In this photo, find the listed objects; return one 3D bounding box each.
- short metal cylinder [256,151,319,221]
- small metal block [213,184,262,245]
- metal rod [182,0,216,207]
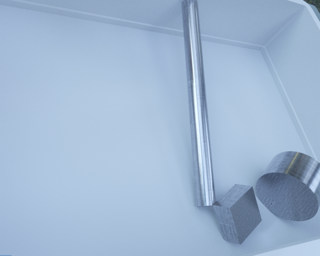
[{"bbox_3d":[0.179,0.079,0.422,0.080,0.080,0.050,47,51,4],"label":"short metal cylinder"},{"bbox_3d":[0.096,0.105,0.382,0.050,0.025,0.050,-29,107,-38],"label":"small metal block"},{"bbox_3d":[0.051,-0.046,0.425,0.025,0.025,0.299,6,70,-26],"label":"metal rod"}]
